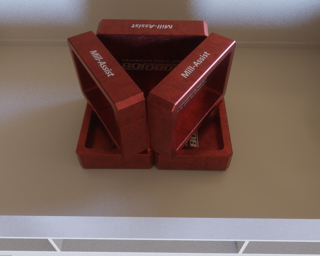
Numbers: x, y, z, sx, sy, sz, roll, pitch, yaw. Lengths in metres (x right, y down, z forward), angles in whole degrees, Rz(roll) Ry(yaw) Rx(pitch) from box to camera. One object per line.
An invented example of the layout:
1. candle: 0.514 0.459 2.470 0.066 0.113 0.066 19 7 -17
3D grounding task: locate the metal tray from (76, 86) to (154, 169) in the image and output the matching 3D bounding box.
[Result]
1. metal tray: -0.052 -0.009 0.408 0.091 0.030 0.130 0 49 0

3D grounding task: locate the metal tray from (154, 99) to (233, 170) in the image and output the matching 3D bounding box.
1. metal tray: 0.040 -0.007 0.407 0.091 0.030 0.130 1 49 1

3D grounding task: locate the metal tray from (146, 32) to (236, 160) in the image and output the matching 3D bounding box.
1. metal tray: 0.037 -0.037 0.352 0.030 0.090 0.131 29 56 22

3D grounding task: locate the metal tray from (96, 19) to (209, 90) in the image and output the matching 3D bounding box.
1. metal tray: -0.009 -0.090 0.396 0.131 0.090 0.030 1 51 1

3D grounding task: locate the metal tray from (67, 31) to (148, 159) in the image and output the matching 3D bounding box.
1. metal tray: -0.060 -0.039 0.353 0.030 0.090 0.130 -25 55 -19
